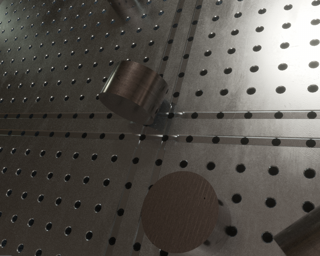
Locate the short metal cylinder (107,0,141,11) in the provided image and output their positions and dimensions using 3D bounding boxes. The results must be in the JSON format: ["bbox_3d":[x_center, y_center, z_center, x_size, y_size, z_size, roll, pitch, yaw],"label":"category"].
[{"bbox_3d":[-0.072,-0.274,0.596,0.080,0.050,0.080,-13,56,20],"label":"short metal cylinder"}]

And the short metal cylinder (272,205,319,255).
[{"bbox_3d":[0.134,0.106,0.238,0.050,0.080,0.080,-36,51,4],"label":"short metal cylinder"}]

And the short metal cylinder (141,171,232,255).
[{"bbox_3d":[0.028,0.091,0.321,0.080,0.050,0.080,-13,57,21],"label":"short metal cylinder"}]

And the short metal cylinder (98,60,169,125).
[{"bbox_3d":[-0.035,-0.046,0.418,0.080,0.080,0.050,13,68,33],"label":"short metal cylinder"}]
